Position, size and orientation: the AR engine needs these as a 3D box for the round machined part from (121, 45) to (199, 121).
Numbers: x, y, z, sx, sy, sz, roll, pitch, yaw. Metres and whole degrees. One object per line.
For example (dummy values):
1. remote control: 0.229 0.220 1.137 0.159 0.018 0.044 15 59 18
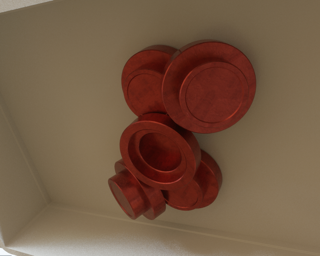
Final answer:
1. round machined part: -0.004 -0.045 0.368 0.098 0.042 0.097 13 124 20

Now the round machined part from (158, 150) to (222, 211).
1. round machined part: 0.032 0.074 0.423 0.098 0.042 0.097 13 124 20

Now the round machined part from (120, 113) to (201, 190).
1. round machined part: 0.004 0.025 0.380 0.098 0.042 0.097 13 124 20

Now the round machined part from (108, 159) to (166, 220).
1. round machined part: -0.038 0.091 0.443 0.098 0.042 0.097 43 151 32

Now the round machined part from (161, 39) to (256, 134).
1. round machined part: 0.051 -0.039 0.317 0.099 0.042 0.097 -2 112 -5
